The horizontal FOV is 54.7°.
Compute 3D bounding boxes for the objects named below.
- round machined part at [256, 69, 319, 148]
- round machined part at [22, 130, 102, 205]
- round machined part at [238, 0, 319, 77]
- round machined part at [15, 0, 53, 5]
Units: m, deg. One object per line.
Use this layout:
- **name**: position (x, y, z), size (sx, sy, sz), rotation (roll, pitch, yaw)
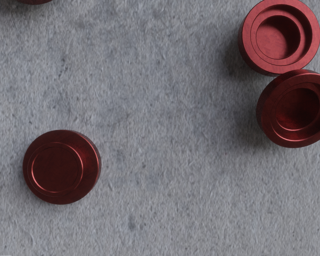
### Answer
- **round machined part**: position (0.170, -0.027, 0.392), size (0.099, 0.042, 0.097), rotation (-2, 114, -3)
- **round machined part**: position (-0.129, 0.051, 0.400), size (0.099, 0.042, 0.097), rotation (0, 90, -1)
- **round machined part**: position (0.150, -0.115, 0.403), size (0.099, 0.042, 0.097), rotation (0, 90, -1)
- **round machined part**: position (-0.162, -0.207, 0.399), size (0.099, 0.042, 0.097), rotation (0, 90, -1)
